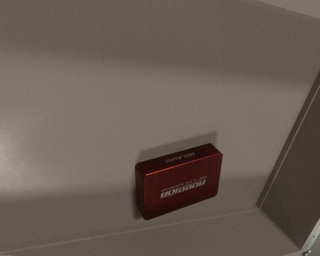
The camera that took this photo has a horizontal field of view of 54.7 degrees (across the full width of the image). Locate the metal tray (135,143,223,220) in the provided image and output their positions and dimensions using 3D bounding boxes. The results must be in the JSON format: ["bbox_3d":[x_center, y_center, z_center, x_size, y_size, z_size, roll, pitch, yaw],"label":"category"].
[{"bbox_3d":[0.030,0.081,0.474,0.131,0.030,0.089,-14,124,-21],"label":"metal tray"}]
